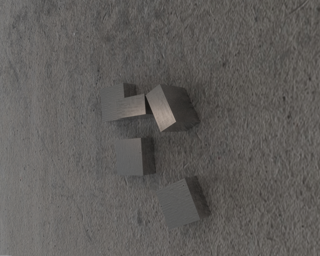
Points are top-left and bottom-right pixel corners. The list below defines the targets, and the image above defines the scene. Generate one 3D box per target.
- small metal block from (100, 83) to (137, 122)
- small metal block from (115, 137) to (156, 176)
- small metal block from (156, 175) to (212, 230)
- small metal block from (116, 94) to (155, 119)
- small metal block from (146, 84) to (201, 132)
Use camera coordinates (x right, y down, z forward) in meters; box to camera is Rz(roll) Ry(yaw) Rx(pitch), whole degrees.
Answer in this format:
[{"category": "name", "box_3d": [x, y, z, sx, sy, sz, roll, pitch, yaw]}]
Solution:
[{"category": "small metal block", "box_3d": [-0.060, -0.036, 0.455, 0.050, 0.025, 0.050, -8, 85, 39]}, {"category": "small metal block", "box_3d": [-0.035, 0.040, 0.434, 0.050, 0.025, 0.050, -7, 86, 39]}, {"category": "small metal block", "box_3d": [0.028, 0.092, 0.382, 0.050, 0.025, 0.050, -32, 70, 35]}, {"category": "small metal block", "box_3d": [-0.021, -0.027, 0.406, 0.050, 0.050, 0.025, -7, 86, 40]}, {"category": "small metal block", "box_3d": [0.016, -0.023, 0.375, 0.025, 0.050, 0.050, -35, 69, 35]}]
